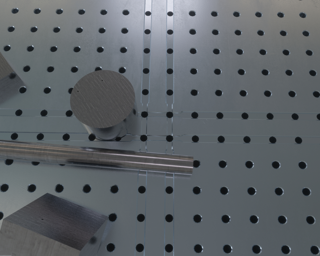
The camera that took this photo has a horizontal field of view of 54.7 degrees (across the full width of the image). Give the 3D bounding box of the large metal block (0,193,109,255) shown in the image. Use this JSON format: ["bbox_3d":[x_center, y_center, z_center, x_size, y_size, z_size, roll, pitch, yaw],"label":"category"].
[{"bbox_3d":[-0.112,0.118,0.331,0.080,0.080,0.050,19,99,7],"label":"large metal block"}]

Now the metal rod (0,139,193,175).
[{"bbox_3d":[-0.109,0.035,0.397,0.302,0.025,0.025,5,70,1],"label":"metal rod"}]

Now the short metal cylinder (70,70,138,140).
[{"bbox_3d":[-0.071,-0.029,0.409,0.081,0.050,0.080,0,70,0],"label":"short metal cylinder"}]

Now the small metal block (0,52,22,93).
[{"bbox_3d":[-0.236,-0.078,0.438,0.050,0.025,0.050,-37,74,-13],"label":"small metal block"}]
